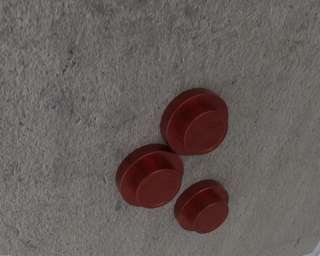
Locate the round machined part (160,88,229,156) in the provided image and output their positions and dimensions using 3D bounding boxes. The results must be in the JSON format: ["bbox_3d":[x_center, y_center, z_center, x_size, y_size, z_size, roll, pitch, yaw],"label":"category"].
[{"bbox_3d":[0.053,-0.002,0.424,0.099,0.042,0.097,-14,124,-21],"label":"round machined part"}]

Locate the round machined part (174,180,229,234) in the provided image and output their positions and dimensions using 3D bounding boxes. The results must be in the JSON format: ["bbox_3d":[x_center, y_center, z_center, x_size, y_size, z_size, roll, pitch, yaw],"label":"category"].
[{"bbox_3d":[0.076,0.139,0.523,0.099,0.042,0.097,-14,124,-21],"label":"round machined part"}]

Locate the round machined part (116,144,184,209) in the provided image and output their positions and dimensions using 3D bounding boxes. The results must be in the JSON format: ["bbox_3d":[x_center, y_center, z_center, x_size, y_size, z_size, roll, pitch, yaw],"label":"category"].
[{"bbox_3d":[-0.009,0.074,0.437,0.099,0.042,0.097,-14,124,-21],"label":"round machined part"}]
